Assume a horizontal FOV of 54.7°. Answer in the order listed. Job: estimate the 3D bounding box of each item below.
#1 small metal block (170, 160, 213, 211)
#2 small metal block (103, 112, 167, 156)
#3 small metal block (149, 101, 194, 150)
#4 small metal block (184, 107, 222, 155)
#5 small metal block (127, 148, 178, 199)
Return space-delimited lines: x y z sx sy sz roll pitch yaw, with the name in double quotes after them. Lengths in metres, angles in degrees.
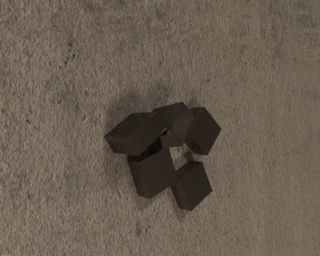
0.044 0.082 0.444 0.050 0.025 0.050 -33 111 -35 "small metal block"
-0.029 0.006 0.366 0.050 0.050 0.025 -43 116 -32 "small metal block"
0.009 -0.002 0.393 0.025 0.050 0.050 44 53 -32 "small metal block"
0.058 0.005 0.456 0.050 0.025 0.050 48 62 -30 "small metal block"
-0.009 0.056 0.400 0.050 0.025 0.050 -25 106 -37 "small metal block"
